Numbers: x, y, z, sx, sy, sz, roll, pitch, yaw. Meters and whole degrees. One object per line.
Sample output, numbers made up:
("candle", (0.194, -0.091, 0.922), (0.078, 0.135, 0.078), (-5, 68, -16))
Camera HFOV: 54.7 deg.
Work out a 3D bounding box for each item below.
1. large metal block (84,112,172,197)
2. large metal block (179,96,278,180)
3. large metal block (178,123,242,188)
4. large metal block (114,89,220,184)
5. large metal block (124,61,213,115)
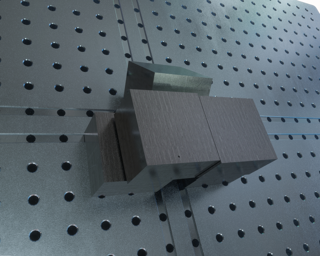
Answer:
("large metal block", (-0.037, 0.030, 0.356), (0.081, 0.050, 0.080), (1, 61, -28))
("large metal block", (0.077, 0.011, 0.362), (0.081, 0.050, 0.080), (0, 62, -29))
("large metal block", (0.067, 0.029, 0.411), (0.081, 0.050, 0.080), (-1, 62, -29))
("large metal block", (0.005, 0.009, 0.323), (0.081, 0.050, 0.080), (0, 62, -29))
("large metal block", (0.008, -0.052, 0.403), (0.081, 0.050, 0.080), (0, 20, -29))
